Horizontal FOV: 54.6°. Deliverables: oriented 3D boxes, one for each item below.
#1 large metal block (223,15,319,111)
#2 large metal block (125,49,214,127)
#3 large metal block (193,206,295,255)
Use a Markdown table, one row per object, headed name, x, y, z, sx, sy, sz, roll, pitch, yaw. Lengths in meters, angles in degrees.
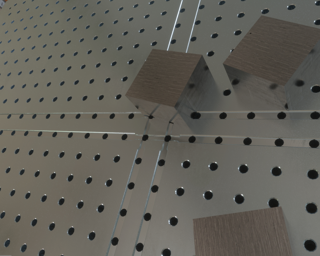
| name | x | y | z | sx | sy | sz | roll | pitch | yaw |
| --- | --- | --- | --- | --- | --- | --- | --- | --- | --- |
| large metal block | 0.137 | -0.079 | 0.369 | 0.080 | 0.050 | 0.080 | 33 | 80 | 38 |
| large metal block | 0.014 | -0.056 | 0.420 | 0.080 | 0.050 | 0.080 | 17 | 70 | 34 |
| large metal block | 0.079 | 0.122 | 0.277 | 0.080 | 0.050 | 0.080 | -15 | 56 | 20 |
